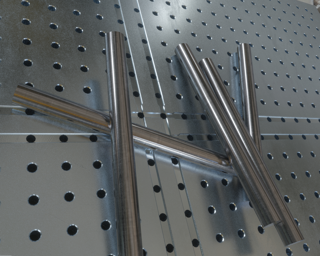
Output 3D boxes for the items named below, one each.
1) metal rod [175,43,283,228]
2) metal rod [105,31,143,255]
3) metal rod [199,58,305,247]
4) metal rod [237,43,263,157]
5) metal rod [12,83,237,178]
[{"bbox_3d":[0.084,-0.009,0.436,0.025,0.025,0.299,-3,56,-30],"label":"metal rod"},{"bbox_3d":[-0.041,0.024,0.345,0.025,0.025,0.299,4,68,-27],"label":"metal rod"},{"bbox_3d":[0.118,0.015,0.443,0.025,0.025,0.299,-1,56,-29],"label":"metal rod"},{"bbox_3d":[0.147,-0.027,0.506,0.025,0.025,0.300,18,54,-18],"label":"metal rod"},{"bbox_3d":[-0.024,0.009,0.390,0.302,0.025,0.025,20,54,-17],"label":"metal rod"}]
